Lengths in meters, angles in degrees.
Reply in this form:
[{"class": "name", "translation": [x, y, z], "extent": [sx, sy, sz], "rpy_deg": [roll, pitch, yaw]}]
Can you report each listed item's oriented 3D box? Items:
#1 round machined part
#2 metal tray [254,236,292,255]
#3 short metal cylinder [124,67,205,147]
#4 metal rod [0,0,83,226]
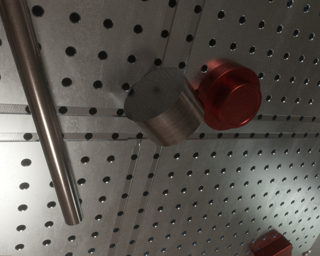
[{"class": "round machined part", "translation": [0.102, -0.038, 0.435], "extent": [0.099, 0.042, 0.097], "rpy_deg": [-14, 125, -21]}, {"class": "metal tray", "translation": [0.283, 0.337, 0.776], "extent": [0.091, 0.030, 0.129], "rpy_deg": [-24, 128, -14]}, {"class": "short metal cylinder", "translation": [0.005, -0.025, 0.364], "extent": [0.080, 0.080, 0.050], "rpy_deg": [-41, 130, 0]}, {"class": "metal rod", "translation": [-0.124, -0.001, 0.343], "extent": [0.025, 0.025, 0.298], "rpy_deg": [-16, 125, -20]}]
